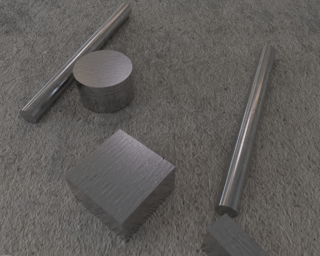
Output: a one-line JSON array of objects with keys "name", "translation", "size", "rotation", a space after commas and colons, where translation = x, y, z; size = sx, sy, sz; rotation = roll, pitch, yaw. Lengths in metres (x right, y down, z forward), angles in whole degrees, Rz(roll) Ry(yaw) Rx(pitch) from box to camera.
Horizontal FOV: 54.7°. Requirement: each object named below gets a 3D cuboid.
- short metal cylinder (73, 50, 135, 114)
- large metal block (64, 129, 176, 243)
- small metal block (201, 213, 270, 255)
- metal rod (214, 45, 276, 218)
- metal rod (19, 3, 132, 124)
[{"name": "short metal cylinder", "translation": [-0.078, -0.067, 0.443], "size": [0.081, 0.050, 0.080], "rotation": [0, 50, 0]}, {"name": "large metal block", "translation": [-0.040, 0.060, 0.336], "size": [0.080, 0.050, 0.080], "rotation": [32, 57, 24]}, {"name": "small metal block", "translation": [0.068, 0.116, 0.290], "size": [0.025, 0.050, 0.050], "rotation": [-33, 58, -24]}, {"name": "metal rod", "translation": [0.124, -0.018, 0.419], "size": [0.025, 0.025, 0.301], "rotation": [17, 52, 13]}, {"name": "metal rod", "translation": [-0.121, -0.121, 0.504], "size": [0.025, 0.025, 0.301], "rotation": [17, 52, 14]}]
